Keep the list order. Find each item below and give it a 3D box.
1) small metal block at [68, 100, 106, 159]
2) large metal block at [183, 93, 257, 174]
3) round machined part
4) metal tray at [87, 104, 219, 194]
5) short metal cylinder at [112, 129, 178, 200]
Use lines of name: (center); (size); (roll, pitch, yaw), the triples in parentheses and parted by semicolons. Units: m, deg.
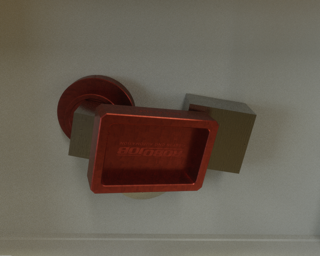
small metal block: (-0.082, 0.001, 0.350); (0.025, 0.050, 0.050); (12, 110, -5)
large metal block: (0.067, 0.006, 0.398); (0.081, 0.050, 0.079); (9, 110, -4)
round machined part: (-0.081, -0.015, 0.394); (0.099, 0.042, 0.097); (0, 110, -1)
metal tray: (-0.008, 0.025, 0.341); (0.131, 0.030, 0.089); (3, 112, -22)
short metal cylinder: (-0.021, 0.046, 0.400); (0.081, 0.050, 0.079); (-7, 124, -10)
